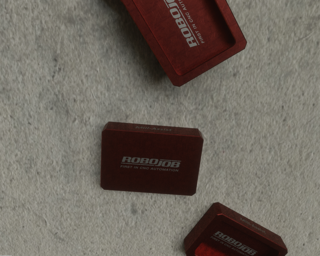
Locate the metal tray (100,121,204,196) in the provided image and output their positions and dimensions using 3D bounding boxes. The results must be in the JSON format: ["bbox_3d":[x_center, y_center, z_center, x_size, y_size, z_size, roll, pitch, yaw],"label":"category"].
[{"bbox_3d":[-0.012,0.043,0.423,0.131,0.030,0.089,5,110,-2],"label":"metal tray"}]

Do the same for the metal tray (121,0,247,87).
[{"bbox_3d":[0.022,-0.121,0.330,0.090,0.030,0.130,-30,108,10],"label":"metal tray"}]

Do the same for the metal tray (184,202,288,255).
[{"bbox_3d":[0.115,0.181,0.475,0.130,0.030,0.090,30,107,-11],"label":"metal tray"}]

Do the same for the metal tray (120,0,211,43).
[{"bbox_3d":[-0.008,-0.171,0.343,0.130,0.030,0.090,41,105,-14],"label":"metal tray"}]
